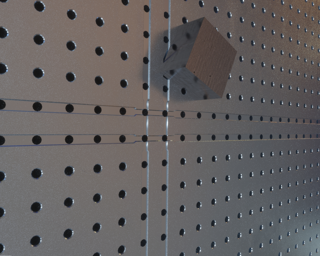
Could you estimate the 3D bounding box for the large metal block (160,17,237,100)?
[{"bbox_3d":[0.057,-0.095,0.443,0.080,0.050,0.080,33,70,-36],"label":"large metal block"}]
